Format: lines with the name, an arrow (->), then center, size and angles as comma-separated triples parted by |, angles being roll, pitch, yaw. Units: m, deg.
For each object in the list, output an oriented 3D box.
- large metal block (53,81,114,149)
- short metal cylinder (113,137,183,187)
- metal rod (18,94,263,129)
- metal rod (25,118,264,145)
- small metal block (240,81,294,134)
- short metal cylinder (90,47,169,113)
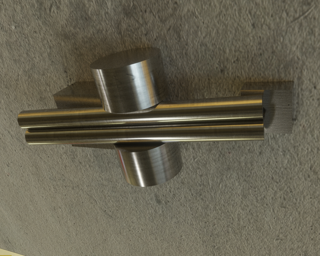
large metal block -> -0.087, -0.019, 0.427 | 0.080, 0.050, 0.080 | 2, 119, 27
short metal cylinder -> -0.014, 0.031, 0.399 | 0.080, 0.080, 0.050 | 2, 119, 27
metal rod -> -0.039, -0.016, 0.361 | 0.301, 0.025, 0.025 | -2, 118, 20
metal rod -> -0.034, 0.006, 0.372 | 0.301, 0.025, 0.025 | -2, 118, 20
small metal block -> 0.116, -0.023, 0.333 | 0.050, 0.025, 0.050 | 3, 120, 27
short metal cylinder -> -0.034, -0.057, 0.355 | 0.080, 0.080, 0.050 | 2, 119, 27
